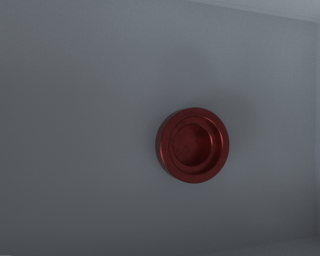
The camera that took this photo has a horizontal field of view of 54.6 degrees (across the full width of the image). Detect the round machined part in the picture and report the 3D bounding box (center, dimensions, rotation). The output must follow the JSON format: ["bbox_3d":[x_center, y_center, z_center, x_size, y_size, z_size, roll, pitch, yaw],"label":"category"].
[{"bbox_3d":[0.040,0.022,0.416,0.099,0.042,0.097,0,90,-20],"label":"round machined part"}]
